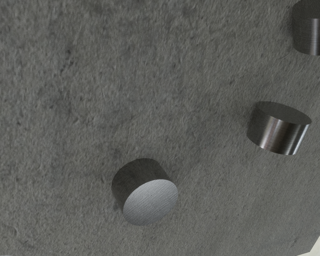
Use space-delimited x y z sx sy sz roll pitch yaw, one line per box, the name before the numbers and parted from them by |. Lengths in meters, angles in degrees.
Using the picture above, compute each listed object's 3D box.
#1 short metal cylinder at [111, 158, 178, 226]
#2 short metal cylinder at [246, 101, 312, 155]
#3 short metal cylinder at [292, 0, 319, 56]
short metal cylinder | -0.022 0.090 0.436 0.081 0.050 0.079 -14 125 -21
short metal cylinder | 0.179 -0.002 0.471 0.081 0.080 0.050 -2 119 -28
short metal cylinder | 0.218 -0.138 0.408 0.080 0.080 0.050 -28 128 -11
